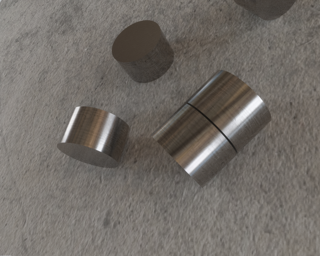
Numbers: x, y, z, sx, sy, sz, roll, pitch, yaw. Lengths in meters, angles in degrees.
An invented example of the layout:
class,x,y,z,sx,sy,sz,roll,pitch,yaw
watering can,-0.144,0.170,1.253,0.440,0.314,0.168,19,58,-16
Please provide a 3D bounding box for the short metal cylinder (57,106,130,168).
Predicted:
class,x,y,z,sx,sy,sz,roll,pitch,yaw
short metal cylinder,-0.085,0.014,0.403,0.080,0.080,0.050,2,63,29

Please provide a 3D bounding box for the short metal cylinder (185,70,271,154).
class,x,y,z,sx,sy,sz,roll,pitch,yaw
short metal cylinder,0.073,-0.017,0.340,0.050,0.080,0.080,-44,51,-2

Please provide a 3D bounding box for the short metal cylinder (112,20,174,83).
class,x,y,z,sx,sy,sz,roll,pitch,yaw
short metal cylinder,-0.025,-0.116,0.470,0.080,0.050,0.080,-13,56,20

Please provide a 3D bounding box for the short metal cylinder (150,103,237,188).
class,x,y,z,sx,sy,sz,roll,pitch,yaw
short metal cylinder,0.036,0.019,0.337,0.050,0.080,0.080,-44,51,-2

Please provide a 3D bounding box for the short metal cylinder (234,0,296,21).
class,x,y,z,sx,sy,sz,roll,pitch,yaw
short metal cylinder,0.143,-0.192,0.411,0.080,0.080,0.050,-39,51,2
